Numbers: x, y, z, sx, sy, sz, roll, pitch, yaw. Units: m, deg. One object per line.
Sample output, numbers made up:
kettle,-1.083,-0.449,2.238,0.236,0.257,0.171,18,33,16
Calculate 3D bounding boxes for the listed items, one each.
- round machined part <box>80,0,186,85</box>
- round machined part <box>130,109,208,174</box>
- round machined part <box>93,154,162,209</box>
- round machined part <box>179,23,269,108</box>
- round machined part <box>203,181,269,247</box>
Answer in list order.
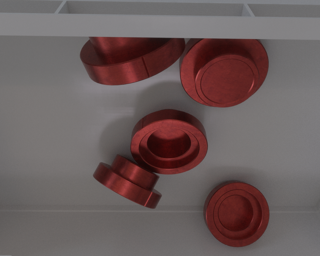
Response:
round machined part,-0.029,-0.085,0.288,0.098,0.098,0.042,-12,129,10
round machined part,0.012,0.014,0.410,0.099,0.042,0.097,0,130,0
round machined part,-0.040,0.070,0.434,0.098,0.098,0.042,31,83,-24
round machined part,0.072,-0.062,0.346,0.099,0.042,0.097,0,130,0
round machined part,0.117,0.132,0.489,0.099,0.042,0.097,0,88,-5
